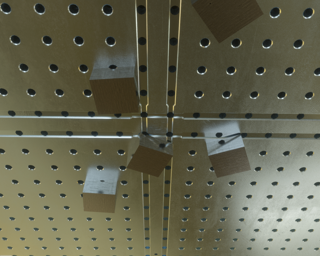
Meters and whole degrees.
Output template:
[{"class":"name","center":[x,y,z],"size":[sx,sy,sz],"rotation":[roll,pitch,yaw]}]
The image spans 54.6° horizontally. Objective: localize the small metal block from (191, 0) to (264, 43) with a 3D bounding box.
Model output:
[{"class":"small metal block","center":[0.066,-0.122,0.308],"size":[0.050,0.025,0.050],"rotation":[-31,124,23]}]

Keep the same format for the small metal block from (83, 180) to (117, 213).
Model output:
[{"class":"small metal block","center":[-0.098,0.112,0.506],"size":[0.050,0.025,0.050],"rotation":[5,130,-5]}]

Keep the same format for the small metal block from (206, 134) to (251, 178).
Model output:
[{"class":"small metal block","center":[0.099,0.041,0.447],"size":[0.050,0.025,0.050],"rotation":[-16,129,13]}]

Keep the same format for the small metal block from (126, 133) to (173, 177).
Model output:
[{"class":"small metal block","center":[-0.015,0.040,0.445],"size":[0.050,0.025,0.050],"rotation":[19,128,-16]}]

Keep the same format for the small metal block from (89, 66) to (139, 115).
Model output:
[{"class":"small metal block","center":[-0.053,-0.045,0.373],"size":[0.050,0.025,0.050],"rotation":[-3,130,2]}]
